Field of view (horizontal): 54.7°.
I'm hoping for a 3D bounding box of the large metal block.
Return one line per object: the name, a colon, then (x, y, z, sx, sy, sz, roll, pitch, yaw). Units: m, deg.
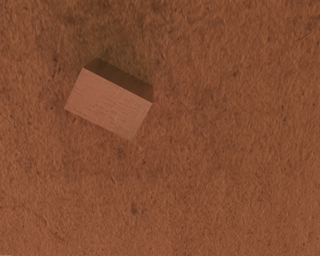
large metal block: (-0.055, -0.037, 0.366, 0.080, 0.080, 0.050, 27, 108, -10)
